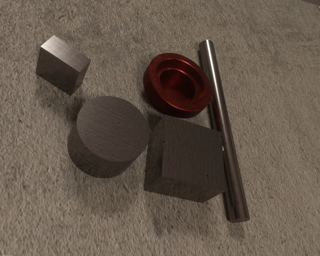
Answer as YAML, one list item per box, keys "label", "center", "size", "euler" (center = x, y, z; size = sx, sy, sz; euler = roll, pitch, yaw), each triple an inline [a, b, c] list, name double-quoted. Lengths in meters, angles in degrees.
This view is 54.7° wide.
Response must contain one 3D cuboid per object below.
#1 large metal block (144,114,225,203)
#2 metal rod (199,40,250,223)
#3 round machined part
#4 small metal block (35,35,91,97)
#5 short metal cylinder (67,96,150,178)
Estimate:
- label: "large metal block"
  center: [0.030, 0.040, 0.381]
  size: [0.081, 0.050, 0.080]
  euler: [17, 55, -19]
- label: "metal rod"
  center: [0.090, -0.014, 0.462]
  size: [0.025, 0.025, 0.299]
  euler: [10, 57, -24]
- label: "round machined part"
  center: [0.021, -0.055, 0.440]
  size: [0.099, 0.042, 0.098]
  euler: [14, 56, -21]
- label: "small metal block"
  center: [-0.117, -0.073, 0.370]
  size: [0.050, 0.050, 0.025]
  euler: [34, 51, -7]
- label: "short metal cylinder"
  center: [-0.059, 0.011, 0.351]
  size: [0.081, 0.050, 0.080]
  euler: [14, 56, -21]
